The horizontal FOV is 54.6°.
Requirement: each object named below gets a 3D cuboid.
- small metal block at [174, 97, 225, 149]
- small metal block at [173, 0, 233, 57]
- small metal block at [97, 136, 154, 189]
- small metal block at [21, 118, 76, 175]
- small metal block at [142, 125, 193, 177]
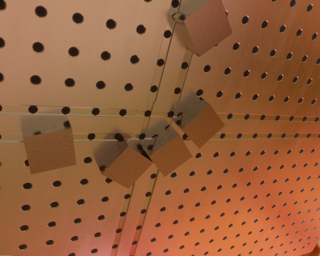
[{"bbox_3d":[0.056,-0.007,0.437,0.050,0.025,0.050,-43,129,1],"label":"small metal block"},{"bbox_3d":[0.051,-0.121,0.364,0.050,0.025,0.050,-37,129,-4],"label":"small metal block"},{"bbox_3d":[-0.046,0.047,0.414,0.050,0.025,0.050,-47,129,5],"label":"small metal block"},{"bbox_3d":[-0.126,0.021,0.355,0.050,0.025,0.050,-11,123,-22],"label":"small metal block"},{"bbox_3d":[0.011,0.033,0.437,0.050,0.025,0.050,-36,129,-4],"label":"small metal block"}]
